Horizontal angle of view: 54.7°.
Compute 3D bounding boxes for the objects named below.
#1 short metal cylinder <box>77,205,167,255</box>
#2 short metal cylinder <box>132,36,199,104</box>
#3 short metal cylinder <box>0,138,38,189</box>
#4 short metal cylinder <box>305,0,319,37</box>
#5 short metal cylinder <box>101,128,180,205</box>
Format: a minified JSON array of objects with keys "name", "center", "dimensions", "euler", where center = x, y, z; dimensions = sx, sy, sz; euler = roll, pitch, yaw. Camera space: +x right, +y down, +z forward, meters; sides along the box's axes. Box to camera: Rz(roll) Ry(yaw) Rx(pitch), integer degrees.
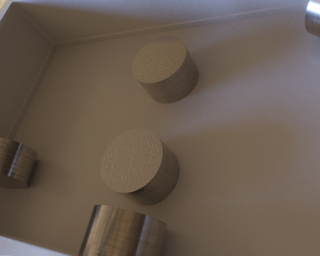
[{"name":"short metal cylinder","center":[-0.037,0.116,0.319],"dimensions":[0.080,0.080,0.050],"euler":[1,62,29]},{"name":"short metal cylinder","center":[0.008,-0.081,0.435],"dimensions":[0.080,0.050,0.080],"euler":[-13,56,21]},{"name":"short metal cylinder","center":[-0.230,0.054,0.459],"dimensions":[0.080,0.080,0.050],"euler":[-6,59,25]},{"name":"short metal cylinder","center":[0.210,-0.134,0.342],"dimensions":[0.080,0.080,0.050],"euler":[-44,51,-2]},{"name":"short metal cylinder","center":[-0.023,0.047,0.373],"dimensions":[0.080,0.050,0.080],"euler":[-13,56,21]}]
